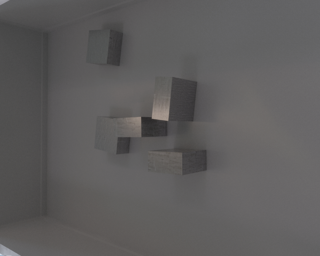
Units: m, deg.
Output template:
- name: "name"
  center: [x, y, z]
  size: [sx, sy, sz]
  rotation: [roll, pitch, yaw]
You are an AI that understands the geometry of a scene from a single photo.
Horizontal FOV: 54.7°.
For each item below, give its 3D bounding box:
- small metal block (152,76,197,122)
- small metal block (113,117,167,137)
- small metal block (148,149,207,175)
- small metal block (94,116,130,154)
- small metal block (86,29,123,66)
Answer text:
- name: "small metal block"
  center: [0.018, -0.034, 0.376]
  size: [0.025, 0.050, 0.050]
  rotation: [9, 96, 40]
- name: "small metal block"
  center: [-0.026, -0.001, 0.412]
  size: [0.050, 0.050, 0.025]
  rotation: [-1, 89, 40]
- name: "small metal block"
  center: [0.021, 0.039, 0.373]
  size: [0.050, 0.050, 0.025]
  rotation: [-1, 90, 40]
- name: "small metal block"
  center: [-0.071, 0.010, 0.466]
  size: [0.050, 0.025, 0.050]
  rotation: [10, 96, 39]
- name: "small metal block"
  center: [-0.086, -0.123, 0.478]
  size: [0.050, 0.025, 0.050]
  rotation: [12, 98, 39]
